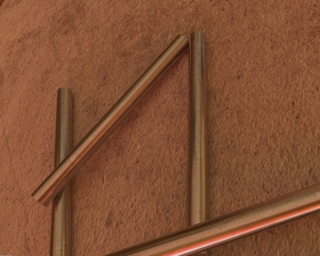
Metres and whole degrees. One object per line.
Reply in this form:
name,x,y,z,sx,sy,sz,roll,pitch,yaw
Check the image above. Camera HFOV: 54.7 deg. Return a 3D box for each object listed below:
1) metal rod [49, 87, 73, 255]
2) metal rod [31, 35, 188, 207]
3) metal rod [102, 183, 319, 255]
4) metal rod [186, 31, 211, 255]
metal rod,-0.138,0.059,0.440,0.025,0.025,0.299,-22,53,15
metal rod,-0.059,-0.019,0.429,0.025,0.025,0.300,29,72,37
metal rod,0.081,0.086,0.284,0.301,0.025,0.025,-21,54,6
metal rod,0.047,-0.004,0.381,0.025,0.025,0.299,-10,57,23
